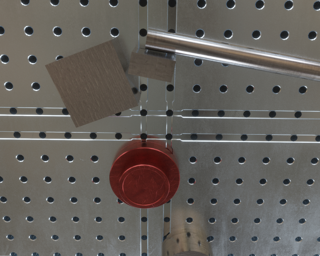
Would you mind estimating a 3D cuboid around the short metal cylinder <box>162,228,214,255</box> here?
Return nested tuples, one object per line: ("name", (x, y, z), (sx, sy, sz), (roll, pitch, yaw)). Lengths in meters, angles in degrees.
("short metal cylinder", (0.043, 0.203, 0.475), (0.081, 0.050, 0.079), (0, 110, 0))

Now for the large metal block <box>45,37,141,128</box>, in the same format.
("large metal block", (-0.077, -0.057, 0.378), (0.080, 0.050, 0.080), (-19, 109, 7))

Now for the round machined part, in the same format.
("round machined part", (-0.021, 0.072, 0.431), (0.099, 0.042, 0.097), (0, 110, 0))

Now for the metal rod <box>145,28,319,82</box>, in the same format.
("metal rod", (0.133, -0.082, 0.384), (0.302, 0.025, 0.025), (10, 110, -4))

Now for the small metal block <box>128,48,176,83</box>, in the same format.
("small metal block", (-0.009, -0.077, 0.372), (0.050, 0.050, 0.025), (11, 110, -4))
